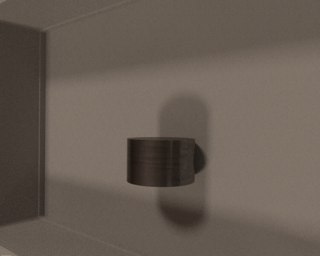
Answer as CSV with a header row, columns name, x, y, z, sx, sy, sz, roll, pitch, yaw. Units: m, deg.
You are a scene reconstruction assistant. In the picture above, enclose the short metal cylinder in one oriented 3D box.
name,x,y,z,sx,sy,sz,roll,pitch,yaw
short metal cylinder,0.001,0.037,0.368,0.080,0.081,0.050,1,91,39
